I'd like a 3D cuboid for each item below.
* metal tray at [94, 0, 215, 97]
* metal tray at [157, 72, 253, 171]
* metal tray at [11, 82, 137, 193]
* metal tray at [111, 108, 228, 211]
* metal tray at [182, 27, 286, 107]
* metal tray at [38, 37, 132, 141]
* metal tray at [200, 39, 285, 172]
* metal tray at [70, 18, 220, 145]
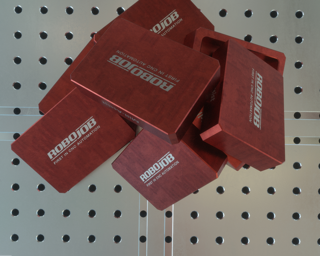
[{"bbox_3d":[-0.006,-0.114,0.392,0.130,0.030,0.090,-43,92,-14],"label":"metal tray"},{"bbox_3d":[0.050,-0.008,0.382,0.130,0.090,0.030,44,91,1],"label":"metal tray"},{"bbox_3d":[-0.105,0.011,0.388,0.130,0.030,0.090,-38,106,11],"label":"metal tray"},{"bbox_3d":[0.005,0.041,0.367,0.090,0.129,0.030,43,48,-1],"label":"metal tray"},{"bbox_3d":[0.090,-0.063,0.389,0.131,0.030,0.090,10,90,-20],"label":"metal tray"},{"bbox_3d":[-0.082,-0.049,0.410,0.090,0.030,0.130,39,90,0],"label":"metal tray"},{"bbox_3d":[0.097,-0.028,0.348,0.090,0.030,0.130,28,54,-20],"label":"metal tray"},{"bbox_3d":[-0.015,-0.052,0.323,0.130,0.030,0.090,29,75,19],"label":"metal tray"}]
